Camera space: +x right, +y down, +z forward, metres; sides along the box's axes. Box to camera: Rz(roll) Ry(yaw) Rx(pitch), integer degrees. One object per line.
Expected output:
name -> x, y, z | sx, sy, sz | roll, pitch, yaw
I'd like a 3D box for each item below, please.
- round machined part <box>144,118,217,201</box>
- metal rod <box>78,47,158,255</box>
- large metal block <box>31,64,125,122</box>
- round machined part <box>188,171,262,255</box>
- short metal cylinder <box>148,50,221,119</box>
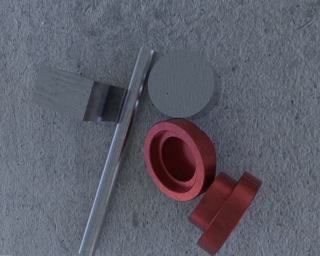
round machined part -> 0.029, 0.035, 0.375 | 0.098, 0.042, 0.097 | 18, 116, 43
metal rod -> -0.060, 0.037, 0.430 | 0.025, 0.025, 0.298 | 20, 96, 19
large metal block -> -0.107, -0.045, 0.417 | 0.080, 0.080, 0.050 | 19, 97, 19
round machined part -> 0.068, 0.088, 0.346 | 0.042, 0.098, 0.098 | 34, 101, 16
short metal cylinder -> 0.032, -0.051, 0.384 | 0.080, 0.050, 0.080 | 0, 89, 20
